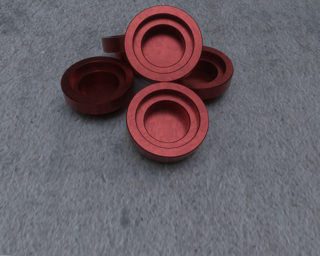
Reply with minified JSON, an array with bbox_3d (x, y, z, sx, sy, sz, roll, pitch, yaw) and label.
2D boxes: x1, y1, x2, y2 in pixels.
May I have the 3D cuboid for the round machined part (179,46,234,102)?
[{"bbox_3d":[0.055,-0.076,0.457,0.099,0.042,0.098,0,50,0],"label":"round machined part"}]

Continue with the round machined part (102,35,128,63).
[{"bbox_3d":[-0.037,-0.123,0.477,0.099,0.042,0.098,-6,19,2],"label":"round machined part"}]

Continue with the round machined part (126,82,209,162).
[{"bbox_3d":[0.008,-0.004,0.384,0.099,0.042,0.098,2,68,-5],"label":"round machined part"}]

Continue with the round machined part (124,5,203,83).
[{"bbox_3d":[0.004,-0.105,0.406,0.099,0.042,0.097,0,87,-1],"label":"round machined part"}]

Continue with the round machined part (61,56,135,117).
[{"bbox_3d":[-0.085,-0.054,0.437,0.099,0.042,0.098,0,50,0],"label":"round machined part"}]
